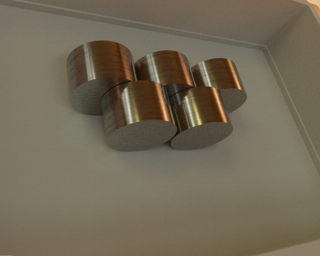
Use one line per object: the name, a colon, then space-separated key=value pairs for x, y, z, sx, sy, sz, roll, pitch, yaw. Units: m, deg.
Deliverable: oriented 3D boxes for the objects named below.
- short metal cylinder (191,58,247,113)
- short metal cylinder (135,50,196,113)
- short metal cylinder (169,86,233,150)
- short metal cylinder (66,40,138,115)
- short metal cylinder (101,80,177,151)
short metal cylinder: x=0.077 y=-0.054 z=0.442 sx=0.081 sy=0.080 sz=0.050 roll=2 pitch=61 yaw=-28
short metal cylinder: x=0.005 y=-0.055 z=0.404 sx=0.081 sy=0.080 sz=0.050 roll=1 pitch=62 yaw=-28
short metal cylinder: x=0.048 y=-0.010 z=0.400 sx=0.081 sy=0.080 sz=0.050 roll=1 pitch=62 yaw=-28
short metal cylinder: x=-0.067 y=-0.057 z=0.367 sx=0.081 sy=0.080 sz=0.050 roll=1 pitch=62 yaw=-28
short metal cylinder: x=-0.025 y=-0.012 z=0.362 sx=0.081 sy=0.080 sz=0.050 roll=1 pitch=62 yaw=-28
